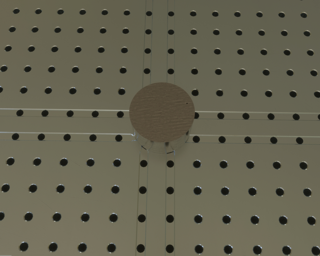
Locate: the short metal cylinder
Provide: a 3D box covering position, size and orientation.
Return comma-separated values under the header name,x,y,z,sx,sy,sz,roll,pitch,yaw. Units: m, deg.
name,x,y,z,sx,sy,sz,roll,pitch,yaw
short metal cylinder,0.003,-0.012,0.403,0.080,0.050,0.080,0,70,0
